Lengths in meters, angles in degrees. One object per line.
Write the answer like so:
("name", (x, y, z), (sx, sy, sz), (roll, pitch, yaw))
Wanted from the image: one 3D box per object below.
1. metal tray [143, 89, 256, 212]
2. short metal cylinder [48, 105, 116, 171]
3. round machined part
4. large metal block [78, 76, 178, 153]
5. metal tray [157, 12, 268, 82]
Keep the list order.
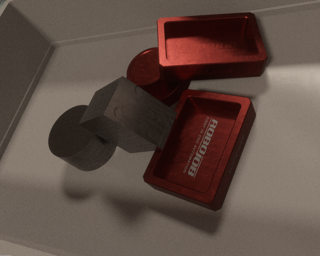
("metal tray", (0.047, 0.020, 0.364), (0.090, 0.030, 0.130), (13, 68, 33))
("short metal cylinder", (-0.107, 0.014, 0.435), (0.080, 0.050, 0.080), (-13, 56, 21))
("round machined part", (-0.008, -0.077, 0.445), (0.098, 0.042, 0.098), (-13, 56, 20))
("large metal block", (-0.040, -0.011, 0.378), (0.080, 0.080, 0.050), (-13, 50, 56))
("metal tray", (0.063, -0.107, 0.404), (0.131, 0.030, 0.090), (-3, 58, 1))
